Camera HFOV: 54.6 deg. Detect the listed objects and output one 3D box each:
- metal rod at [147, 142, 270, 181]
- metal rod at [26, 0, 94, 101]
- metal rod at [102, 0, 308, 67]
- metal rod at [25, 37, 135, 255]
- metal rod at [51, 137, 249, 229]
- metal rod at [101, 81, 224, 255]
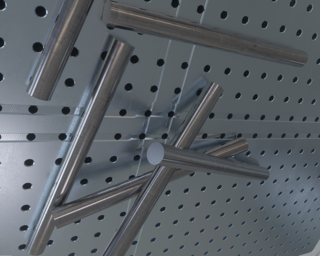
[{"bbox_3d":[0.091,0.056,0.453,0.302,0.025,0.025,16,111,-48],"label":"metal rod"},{"bbox_3d":[-0.055,-0.160,0.281,0.025,0.025,0.299,18,109,-35],"label":"metal rod"},{"bbox_3d":[0.078,-0.109,0.385,0.302,0.025,0.025,3,117,-30],"label":"metal rod"},{"bbox_3d":[-0.103,0.035,0.375,0.025,0.025,0.298,15,110,-34],"label":"metal rod"},{"bbox_3d":[0.003,0.068,0.436,0.302,0.025,0.025,-18,126,-24],"label":"metal rod"},{"bbox_3d":[-0.003,0.071,0.403,0.025,0.025,0.300,36,83,-39],"label":"metal rod"}]
